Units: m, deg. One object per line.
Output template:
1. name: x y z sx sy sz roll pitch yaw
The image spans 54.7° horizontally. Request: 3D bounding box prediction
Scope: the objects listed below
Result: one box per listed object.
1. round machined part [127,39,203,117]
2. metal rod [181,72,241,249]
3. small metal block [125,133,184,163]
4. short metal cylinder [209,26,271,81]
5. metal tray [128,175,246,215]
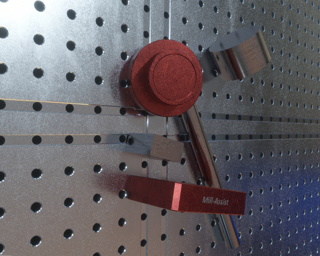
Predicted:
1. round machined part: 0.011 -0.062 0.390 0.099 0.042 0.097 -2 95 -21
2. metal rod: 0.072 0.058 0.472 0.025 0.025 0.298 -33 110 -35
3. small metal block: -0.007 0.025 0.389 0.050 0.050 0.025 19 78 -39
4. short metal cylinder: 0.123 -0.116 0.479 0.080 0.080 0.050 -45 118 -31
5. metal tray: 0.037 0.087 0.399 0.131 0.090 0.030 16 78 -39
